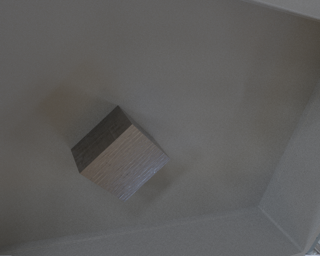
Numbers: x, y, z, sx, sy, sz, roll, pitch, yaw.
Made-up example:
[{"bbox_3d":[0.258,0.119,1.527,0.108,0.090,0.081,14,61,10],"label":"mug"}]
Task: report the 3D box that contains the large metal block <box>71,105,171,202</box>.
[{"bbox_3d":[-0.048,0.033,0.386,0.080,0.050,0.080,-43,129,2],"label":"large metal block"}]
